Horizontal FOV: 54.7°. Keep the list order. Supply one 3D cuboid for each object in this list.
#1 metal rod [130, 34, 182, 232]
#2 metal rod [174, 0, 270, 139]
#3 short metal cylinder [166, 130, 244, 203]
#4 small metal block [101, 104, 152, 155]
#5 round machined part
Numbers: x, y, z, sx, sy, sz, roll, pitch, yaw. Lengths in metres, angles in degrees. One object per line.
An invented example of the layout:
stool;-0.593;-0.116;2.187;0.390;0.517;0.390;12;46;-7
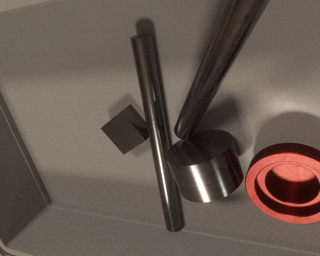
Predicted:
metal rod;0.000;0.025;0.422;0.025;0.025;0.298;5;121;25
metal rod;0.047;-0.054;0.259;0.025;0.025;0.299;32;158;7
short metal cylinder;0.054;0.043;0.371;0.080;0.080;0.050;-9;114;31
small metal block;-0.046;0.003;0.433;0.050;0.025;0.050;-33;100;38
round machined part;0.151;0.058;0.354;0.098;0.042;0.097;13;124;20
